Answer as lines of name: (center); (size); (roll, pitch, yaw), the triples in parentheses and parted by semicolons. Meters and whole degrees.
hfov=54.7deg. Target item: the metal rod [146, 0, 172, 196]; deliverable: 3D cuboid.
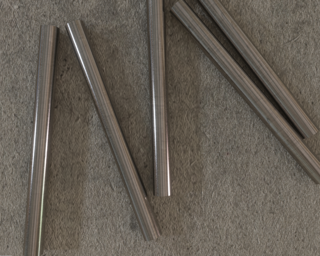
metal rod: (-0.002, -0.061, 0.409); (0.025, 0.025, 0.298); (-2, 90, 0)

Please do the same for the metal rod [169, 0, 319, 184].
metal rod: (0.119, -0.048, 0.410); (0.025, 0.025, 0.300); (-40, 90, 0)

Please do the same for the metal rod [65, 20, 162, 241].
metal rod: (-0.061, 0.003, 0.409); (0.025, 0.025, 0.299); (-20, 90, 0)

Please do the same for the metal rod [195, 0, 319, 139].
metal rod: (0.108, -0.111, 0.410); (0.025, 0.025, 0.300); (-38, 90, 0)

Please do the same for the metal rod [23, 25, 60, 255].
metal rod: (-0.156, 0.017, 0.408); (0.025, 0.025, 0.298); (4, 90, 0)
